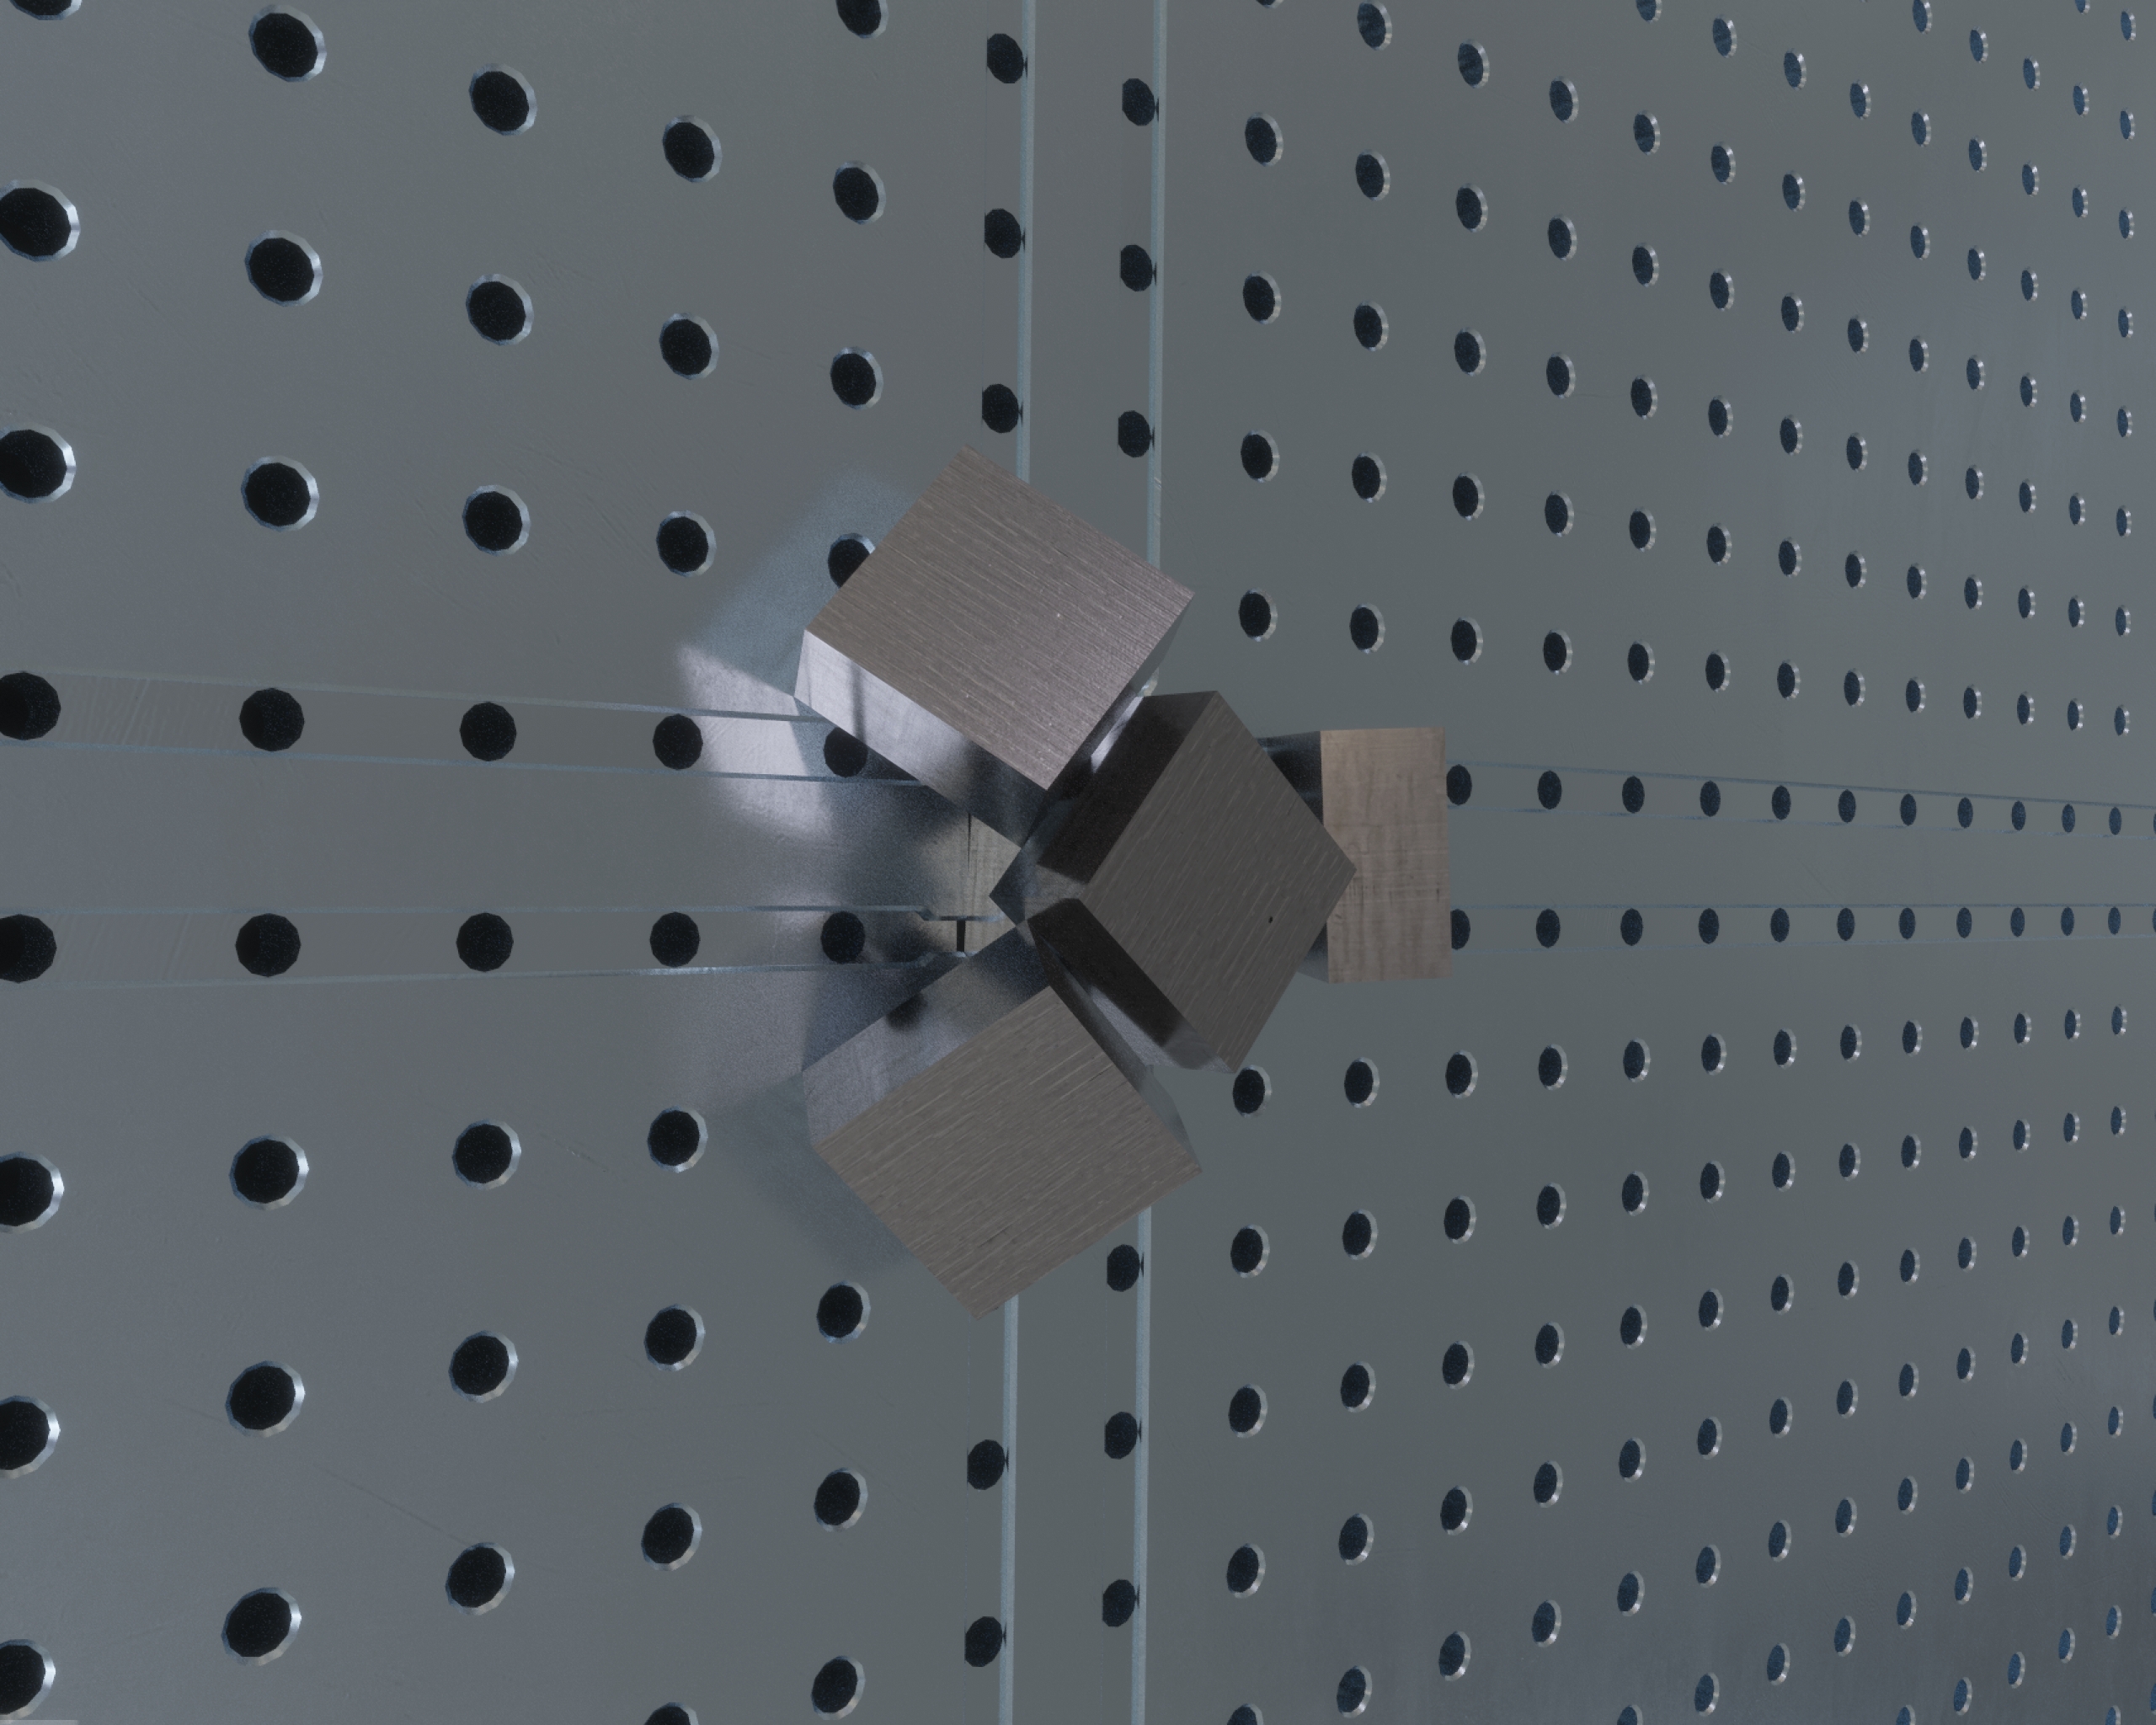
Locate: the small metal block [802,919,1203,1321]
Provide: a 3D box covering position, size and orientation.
[{"bbox_3d":[-0.014,0.047,0.380,0.050,0.025,0.050,-35,117,6],"label":"small metal block"}]

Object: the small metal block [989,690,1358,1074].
[{"bbox_3d":[0.019,0.004,0.391,0.050,0.025,0.050,49,61,-29],"label":"small metal block"}]

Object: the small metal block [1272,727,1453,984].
[{"bbox_3d":[0.058,-0.002,0.437,0.025,0.050,0.050,-2,92,-7],"label":"small metal block"}]

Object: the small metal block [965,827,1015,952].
[{"bbox_3d":[0.006,0.004,0.413,0.050,0.025,0.050,2,92,-40],"label":"small metal block"}]

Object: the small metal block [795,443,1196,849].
[{"bbox_3d":[-0.015,-0.039,0.379,0.050,0.025,0.050,34,64,4],"label":"small metal block"}]
